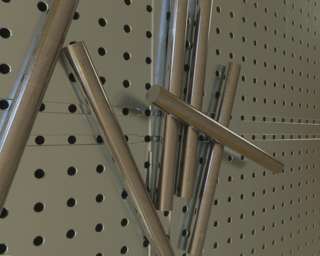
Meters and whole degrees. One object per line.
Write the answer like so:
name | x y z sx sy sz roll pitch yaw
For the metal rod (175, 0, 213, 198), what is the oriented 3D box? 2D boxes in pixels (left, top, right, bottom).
metal rod | 0.051 -0.051 0.449 0.025 0.025 0.299 11 83 -39

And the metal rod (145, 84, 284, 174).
metal rod | 0.099 0.014 0.456 0.301 0.025 0.025 27 73 -37

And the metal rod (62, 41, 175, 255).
metal rod | -0.042 0.045 0.373 0.025 0.025 0.299 -33 111 -35

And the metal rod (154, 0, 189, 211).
metal rod | 0.017 -0.041 0.421 0.025 0.025 0.299 8 85 -40

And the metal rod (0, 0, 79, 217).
metal rod | -0.123 -0.045 0.305 0.025 0.025 0.299 25 74 -37

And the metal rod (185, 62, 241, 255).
metal rod | 0.084 0.040 0.478 0.025 0.025 0.299 23 75 -38
